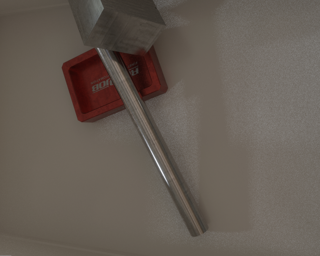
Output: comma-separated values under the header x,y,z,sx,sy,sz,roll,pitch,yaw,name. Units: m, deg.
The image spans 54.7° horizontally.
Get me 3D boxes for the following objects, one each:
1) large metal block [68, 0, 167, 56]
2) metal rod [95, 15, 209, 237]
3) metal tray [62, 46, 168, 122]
x,y,z,sx,sy,sz,roll,pitch,yaw,name
-0.051,-0.135,0.358,0.050,0.081,0.080,-46,57,39,large metal block
-0.018,-0.002,0.390,0.025,0.025,0.299,-27,91,18,metal rod
-0.065,-0.070,0.429,0.130,0.030,0.090,-21,83,18,metal tray
